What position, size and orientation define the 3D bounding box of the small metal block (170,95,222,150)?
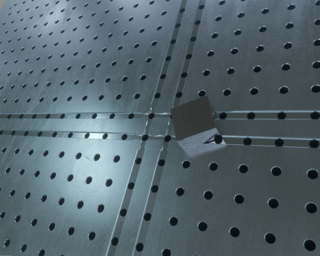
[{"bbox_3d":[0.044,-0.007,0.390,0.050,0.025,0.050,-20,54,16],"label":"small metal block"}]
